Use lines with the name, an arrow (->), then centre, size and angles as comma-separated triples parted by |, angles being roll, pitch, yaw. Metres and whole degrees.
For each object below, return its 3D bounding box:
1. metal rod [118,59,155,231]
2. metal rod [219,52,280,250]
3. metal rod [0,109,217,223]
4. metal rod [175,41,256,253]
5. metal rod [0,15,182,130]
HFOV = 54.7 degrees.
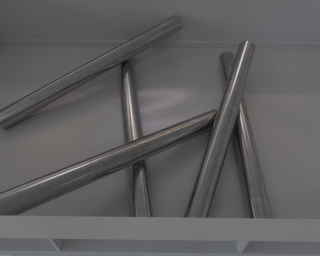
metal rod -> -0.038, -0.013, 0.415 | 0.025, 0.025, 0.300 | -6, 50, -5
metal rod -> 0.107, 0.002, 0.403 | 0.025, 0.025, 0.300 | 0, 50, 0
metal rod -> -0.043, 0.032, 0.337 | 0.302, 0.025, 0.025 | -21, 52, -32
metal rod -> 0.078, 0.000, 0.383 | 0.025, 0.025, 0.300 | 16, 59, 13
metal rod -> -0.093, -0.088, 0.452 | 0.302, 0.025, 0.025 | -33, 57, -16
